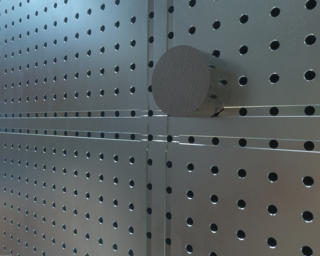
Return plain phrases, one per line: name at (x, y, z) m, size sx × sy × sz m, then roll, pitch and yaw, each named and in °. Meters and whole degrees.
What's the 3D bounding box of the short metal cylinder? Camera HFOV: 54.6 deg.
short metal cylinder at (0.037, -0.052, 0.364) m, size 0.080 × 0.050 × 0.080 m, roll 0°, pitch 90°, yaw 40°
